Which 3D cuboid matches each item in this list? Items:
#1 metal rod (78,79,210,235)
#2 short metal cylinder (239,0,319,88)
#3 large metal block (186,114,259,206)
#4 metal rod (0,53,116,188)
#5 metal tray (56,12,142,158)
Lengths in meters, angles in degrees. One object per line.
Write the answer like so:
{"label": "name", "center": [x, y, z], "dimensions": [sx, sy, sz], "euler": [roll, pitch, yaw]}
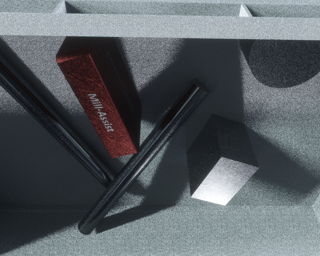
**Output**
{"label": "metal rod", "center": [-0.035, 0.055, 0.431], "dimensions": [0.025, 0.025, 0.298], "euler": [28, 118, -22]}
{"label": "short metal cylinder", "center": [0.127, -0.088, 0.319], "dimensions": [0.081, 0.050, 0.079], "euler": [0, 130, 0]}
{"label": "large metal block", "center": [0.078, 0.042, 0.410], "dimensions": [0.050, 0.080, 0.079], "euler": [17, 128, -14]}
{"label": "metal rod", "center": [-0.134, 0.001, 0.407], "dimensions": [0.025, 0.025, 0.299], "euler": [-22, 127, 17]}
{"label": "metal tray", "center": [-0.056, -0.043, 0.328], "dimensions": [0.030, 0.090, 0.129], "euler": [-13, 129, 10]}
